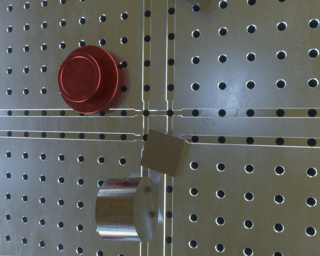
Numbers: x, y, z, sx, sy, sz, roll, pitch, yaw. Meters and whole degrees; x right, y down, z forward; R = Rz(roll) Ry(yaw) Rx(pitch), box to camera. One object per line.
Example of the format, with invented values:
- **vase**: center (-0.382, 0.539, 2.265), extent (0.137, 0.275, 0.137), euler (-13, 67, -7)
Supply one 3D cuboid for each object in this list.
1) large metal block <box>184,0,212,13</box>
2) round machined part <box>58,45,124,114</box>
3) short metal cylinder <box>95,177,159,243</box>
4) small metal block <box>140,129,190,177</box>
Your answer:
- **large metal block**: center (0.042, -0.207, 0.385), extent (0.080, 0.050, 0.080), euler (38, 102, 16)
- **round machined part**: center (-0.104, -0.069, 0.440), extent (0.098, 0.042, 0.097), euler (0, 90, 19)
- **short metal cylinder**: center (-0.040, 0.104, 0.397), extent (0.050, 0.080, 0.080), euler (-5, 88, 20)
- **small metal block**: center (0.007, 0.032, 0.410), extent (0.050, 0.025, 0.050), euler (17, 96, 19)
